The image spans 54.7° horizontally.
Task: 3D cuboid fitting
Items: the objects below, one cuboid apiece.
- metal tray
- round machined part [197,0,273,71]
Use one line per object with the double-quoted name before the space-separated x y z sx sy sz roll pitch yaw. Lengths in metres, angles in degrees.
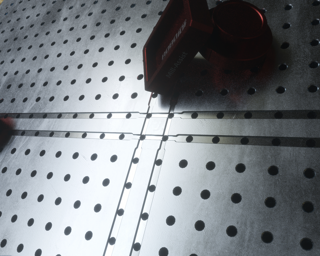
"metal tray" 0.017 -0.117 0.417 0.129 0.030 0.090 -50 37 47
"round machined part" 0.096 -0.125 0.396 0.099 0.042 0.098 2 61 -4
